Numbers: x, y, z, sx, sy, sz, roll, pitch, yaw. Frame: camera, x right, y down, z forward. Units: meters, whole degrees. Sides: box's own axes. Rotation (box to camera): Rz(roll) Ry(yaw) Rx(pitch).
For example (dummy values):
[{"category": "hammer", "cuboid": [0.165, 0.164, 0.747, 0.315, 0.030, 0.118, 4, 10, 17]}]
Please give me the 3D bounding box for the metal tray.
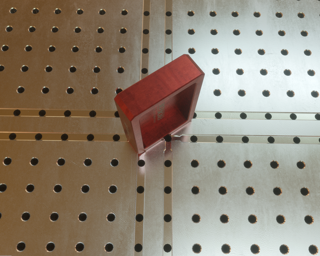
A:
[{"category": "metal tray", "cuboid": [0.000, -0.021, 0.363, 0.090, 0.130, 0.030, -33, 74, -12]}]
